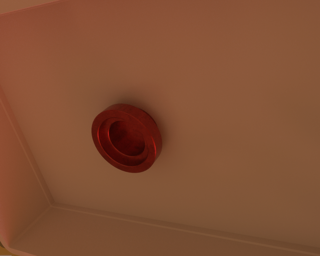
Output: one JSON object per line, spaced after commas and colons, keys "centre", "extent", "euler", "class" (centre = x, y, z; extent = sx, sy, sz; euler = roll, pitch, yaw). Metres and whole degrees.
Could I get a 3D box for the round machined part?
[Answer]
{"centre": [-0.041, 0.010, 0.426], "extent": [0.098, 0.042, 0.097], "euler": [13, 124, 21], "class": "round machined part"}
